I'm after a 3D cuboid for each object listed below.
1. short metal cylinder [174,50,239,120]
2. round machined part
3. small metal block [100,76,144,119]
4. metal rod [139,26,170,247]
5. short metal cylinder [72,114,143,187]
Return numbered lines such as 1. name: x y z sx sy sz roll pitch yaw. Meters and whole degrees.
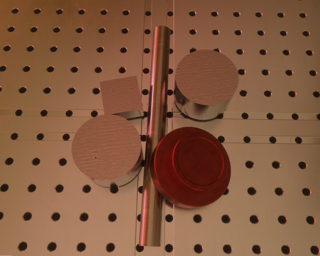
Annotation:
1. short metal cylinder: 0.059 -0.057 0.415 0.081 0.050 0.080 0 70 0
2. round machined part: 0.041 0.044 0.370 0.099 0.042 0.098 6 69 -15
3. small metal block: -0.052 -0.040 0.421 0.050 0.025 0.050 -10 70 -4
4. metal rod: -0.004 -0.004 0.409 0.025 0.025 0.299 3 70 1
5. short metal cylinder: -0.062 0.029 0.383 0.081 0.050 0.080 0 70 0
